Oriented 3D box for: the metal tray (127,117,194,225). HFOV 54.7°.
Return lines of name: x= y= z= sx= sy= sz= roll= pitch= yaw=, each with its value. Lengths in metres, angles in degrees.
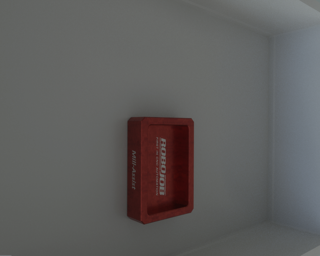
metal tray: x=0.003 y=0.051 z=0.407 sx=0.091 sy=0.030 sz=0.129 roll=0 pitch=90 yaw=-40
